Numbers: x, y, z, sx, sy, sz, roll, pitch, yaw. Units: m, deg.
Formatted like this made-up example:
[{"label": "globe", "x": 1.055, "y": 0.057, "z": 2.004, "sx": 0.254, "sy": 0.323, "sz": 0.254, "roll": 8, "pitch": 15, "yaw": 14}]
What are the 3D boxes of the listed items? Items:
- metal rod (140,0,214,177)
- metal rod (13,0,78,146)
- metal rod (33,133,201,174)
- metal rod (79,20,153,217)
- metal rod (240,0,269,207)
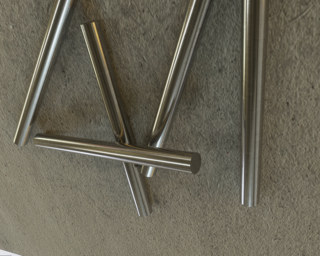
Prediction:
[{"label": "metal rod", "x": 0.018, "y": -0.052, "z": 0.364, "sx": 0.025, "sy": 0.025, "sz": 0.298, "roll": 26, "pitch": 127, "yaw": 12}, {"label": "metal rod", "x": -0.175, "y": -0.070, "z": 0.452, "sx": 0.025, "sy": 0.025, "sz": 0.298, "roll": 39, "pitch": 129, "yaw": 1}, {"label": "metal rod", "x": -0.081, "y": 0.030, "z": 0.436, "sx": 0.300, "sy": 0.025, "sz": 0.025, "roll": 5, "pitch": 121, "yaw": 36}, {"label": "metal rod", "x": -0.054, "y": 0.004, "z": 0.436, "sx": 0.025, "sy": 0.025, "sz": 0.298, "roll": 1, "pitch": 119, "yaw": 27}, {"label": "metal rod", "x": 0.099, "y": -0.036, "z": 0.331, "sx": 0.025, "sy": 0.025, "sz": 0.298, "roll": 7, "pitch": 122, "yaw": 24}]
